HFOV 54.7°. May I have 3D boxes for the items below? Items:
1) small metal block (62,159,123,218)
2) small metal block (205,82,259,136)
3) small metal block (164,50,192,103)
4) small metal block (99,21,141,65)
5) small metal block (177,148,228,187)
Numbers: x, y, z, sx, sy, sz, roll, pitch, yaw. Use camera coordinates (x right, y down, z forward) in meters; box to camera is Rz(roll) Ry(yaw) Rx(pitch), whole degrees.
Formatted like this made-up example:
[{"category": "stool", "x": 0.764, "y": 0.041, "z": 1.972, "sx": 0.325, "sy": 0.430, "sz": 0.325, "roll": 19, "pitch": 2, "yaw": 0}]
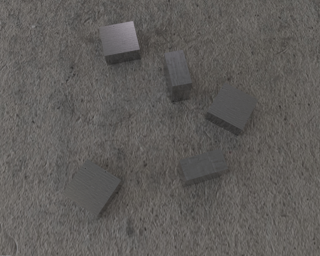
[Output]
[{"category": "small metal block", "x": -0.081, "y": 0.074, "z": 0.380, "sx": 0.050, "sy": 0.025, "sz": 0.050, "roll": 30, "pitch": 73, "yaw": 10}, {"category": "small metal block", "x": 0.096, "y": -0.025, "z": 0.418, "sx": 0.050, "sy": 0.025, "sz": 0.050, "roll": 29, "pitch": 72, "yaw": 10}, {"category": "small metal block", "x": 0.023, "y": -0.069, "z": 0.420, "sx": 0.025, "sy": 0.050, "sz": 0.050, "roll": -11, "pitch": 71, "yaw": -4}, {"category": "small metal block", "x": -0.058, "y": -0.124, "z": 0.453, "sx": 0.050, "sy": 0.025, "sz": 0.050, "roll": -12, "pitch": 71, "yaw": -5}, {"category": "small metal block", "x": 0.050, "y": 0.050, "z": 0.377, "sx": 0.050, "sy": 0.050, "sz": 0.025, "roll": -15, "pitch": 71, "yaw": -6}]
